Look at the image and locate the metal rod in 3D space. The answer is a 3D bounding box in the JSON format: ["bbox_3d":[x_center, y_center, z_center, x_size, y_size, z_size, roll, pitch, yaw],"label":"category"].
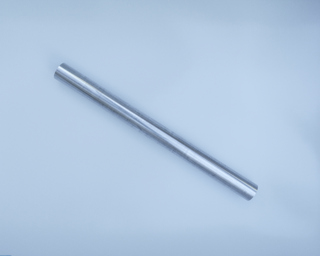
[{"bbox_3d":[-0.005,0.005,0.409,0.301,0.025,0.025,32,90,-1],"label":"metal rod"}]
